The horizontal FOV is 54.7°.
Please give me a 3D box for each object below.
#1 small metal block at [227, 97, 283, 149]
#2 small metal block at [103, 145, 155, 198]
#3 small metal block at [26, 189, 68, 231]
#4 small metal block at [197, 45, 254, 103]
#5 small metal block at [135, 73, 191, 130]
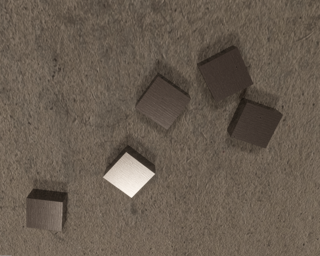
[{"bbox_3d":[0.124,-0.007,0.409,0.050,0.025,0.050,18,109,-7],"label":"small metal block"},{"bbox_3d":[-0.042,0.060,0.432,0.050,0.025,0.050,39,105,-14],"label":"small metal block"},{"bbox_3d":[-0.164,0.119,0.452,0.050,0.025,0.050,8,110,-4],"label":"small metal block"},{"bbox_3d":[0.080,-0.068,0.386,0.050,0.025,0.050,-27,108,9],"label":"small metal block"},{"bbox_3d":[0.004,-0.035,0.397,0.050,0.025,0.050,34,106,-12],"label":"small metal block"}]
